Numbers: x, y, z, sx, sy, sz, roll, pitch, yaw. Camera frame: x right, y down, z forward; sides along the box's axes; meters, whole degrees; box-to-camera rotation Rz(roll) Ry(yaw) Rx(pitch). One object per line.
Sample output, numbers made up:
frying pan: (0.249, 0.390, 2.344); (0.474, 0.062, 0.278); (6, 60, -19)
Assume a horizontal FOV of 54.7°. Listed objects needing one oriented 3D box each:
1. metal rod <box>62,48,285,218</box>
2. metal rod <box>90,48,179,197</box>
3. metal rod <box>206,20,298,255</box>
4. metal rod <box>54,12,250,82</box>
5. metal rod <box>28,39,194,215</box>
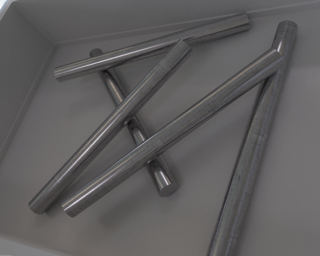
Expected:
metal rod: (0.012, 0.008, 0.361); (0.300, 0.025, 0.025); (-36, 51, 4)
metal rod: (-0.051, -0.028, 0.449); (0.025, 0.025, 0.300); (-35, 51, 5)
metal rod: (0.109, 0.001, 0.347); (0.025, 0.025, 0.300); (10, 66, 32)
metal rod: (-0.020, -0.118, 0.467); (0.301, 0.025, 0.025); (-13, 56, 13)
metal rod: (-0.068, 0.003, 0.412); (0.300, 0.025, 0.025); (-46, 51, 7)
